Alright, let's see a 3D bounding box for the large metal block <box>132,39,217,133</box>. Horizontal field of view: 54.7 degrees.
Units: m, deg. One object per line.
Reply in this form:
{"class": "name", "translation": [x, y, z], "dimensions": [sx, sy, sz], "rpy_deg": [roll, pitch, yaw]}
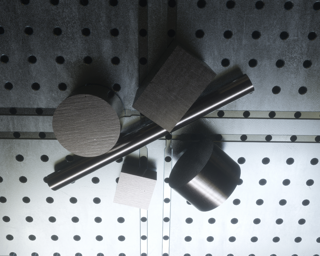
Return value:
{"class": "large metal block", "translation": [0.014, -0.053, 0.361], "dimensions": [0.050, 0.080, 0.080], "rpy_deg": [35, 106, -12]}

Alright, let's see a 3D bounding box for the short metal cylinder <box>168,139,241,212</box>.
{"class": "short metal cylinder", "translation": [0.057, 0.060, 0.403], "dimensions": [0.050, 0.080, 0.080], "rpy_deg": [42, 105, -14]}

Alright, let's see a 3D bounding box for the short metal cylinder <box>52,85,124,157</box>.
{"class": "short metal cylinder", "translation": [-0.087, -0.010, 0.391], "dimensions": [0.081, 0.050, 0.079], "rpy_deg": [0, 110, 0]}

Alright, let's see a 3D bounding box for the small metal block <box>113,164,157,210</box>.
{"class": "small metal block", "translation": [-0.035, 0.084, 0.440], "dimensions": [0.050, 0.025, 0.050], "rpy_deg": [14, 109, -6]}

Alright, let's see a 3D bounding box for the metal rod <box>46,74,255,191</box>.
{"class": "metal rod", "translation": [-0.019, 0.010, 0.413], "dimensions": [0.301, 0.025, 0.025], "rpy_deg": [-27, 108, 9]}
